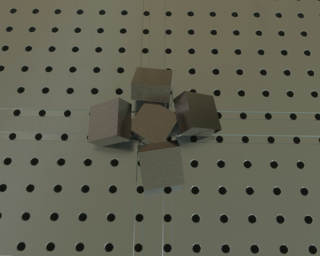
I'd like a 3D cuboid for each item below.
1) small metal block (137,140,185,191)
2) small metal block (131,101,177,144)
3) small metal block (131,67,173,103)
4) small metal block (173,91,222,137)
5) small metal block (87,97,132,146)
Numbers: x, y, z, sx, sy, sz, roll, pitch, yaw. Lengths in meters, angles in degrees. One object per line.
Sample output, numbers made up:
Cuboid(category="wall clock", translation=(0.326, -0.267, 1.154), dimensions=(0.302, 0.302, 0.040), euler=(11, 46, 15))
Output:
Cuboid(category="small metal block", translation=(0.001, 0.045, 0.382), dimensions=(0.050, 0.025, 0.050), euler=(-8, 106, -4))
Cuboid(category="small metal block", translation=(-0.008, -0.004, 0.412), dimensions=(0.050, 0.025, 0.050), euler=(30, 72, 10))
Cuboid(category="small metal block", translation=(-0.010, -0.059, 0.420), dimensions=(0.050, 0.025, 0.050), euler=(6, 34, 2))
Cuboid(category="small metal block", translation=(0.049, -0.018, 0.406), dimensions=(0.050, 0.025, 0.050), euler=(5, 65, -36))
Cuboid(category="small metal block", translation=(-0.065, -0.007, 0.401), dimensions=(0.050, 0.025, 0.050), euler=(-13, 66, 32))
